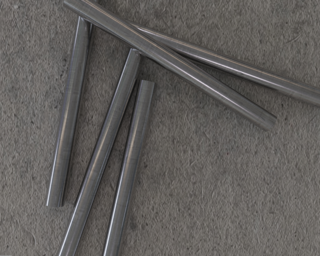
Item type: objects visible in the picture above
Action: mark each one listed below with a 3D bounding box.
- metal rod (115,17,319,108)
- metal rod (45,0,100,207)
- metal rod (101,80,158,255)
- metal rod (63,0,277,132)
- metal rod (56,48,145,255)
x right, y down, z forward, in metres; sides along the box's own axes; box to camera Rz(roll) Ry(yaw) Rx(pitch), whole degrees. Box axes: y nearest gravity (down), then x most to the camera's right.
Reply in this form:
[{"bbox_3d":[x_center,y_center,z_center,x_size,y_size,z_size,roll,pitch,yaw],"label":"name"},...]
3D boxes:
[{"bbox_3d":[0.085,-0.084,0.410,0.301,0.025,0.025,20,90,0],"label":"metal rod"},{"bbox_3d":[-0.114,-0.046,0.408,0.025,0.025,0.298,10,90,0],"label":"metal rod"},{"bbox_3d":[-0.047,0.085,0.409,0.025,0.025,0.298,12,90,0],"label":"metal rod"},{"bbox_3d":[0.018,-0.082,0.393,0.301,0.025,0.025,31,90,-7],"label":"metal rod"},{"bbox_3d":[-0.079,0.041,0.409,0.025,0.025,0.299,19,90,0],"label":"metal rod"}]
